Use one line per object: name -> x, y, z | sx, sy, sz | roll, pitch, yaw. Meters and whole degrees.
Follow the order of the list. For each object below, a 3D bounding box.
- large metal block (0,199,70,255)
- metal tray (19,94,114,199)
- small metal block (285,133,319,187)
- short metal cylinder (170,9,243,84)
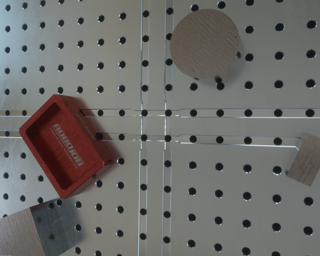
large metal block -> -0.196, 0.163, 0.466 | 0.080, 0.050, 0.080 | -23, 83, 18
metal tray -> -0.140, 0.026, 0.457 | 0.090, 0.030, 0.130 | -40, 78, 15
small metal block -> 0.162, 0.033, 0.342 | 0.025, 0.050, 0.050 | 25, 98, 18
short metal cylinder -> 0.058, -0.097, 0.378 | 0.080, 0.050, 0.079 | 0, 90, 19
